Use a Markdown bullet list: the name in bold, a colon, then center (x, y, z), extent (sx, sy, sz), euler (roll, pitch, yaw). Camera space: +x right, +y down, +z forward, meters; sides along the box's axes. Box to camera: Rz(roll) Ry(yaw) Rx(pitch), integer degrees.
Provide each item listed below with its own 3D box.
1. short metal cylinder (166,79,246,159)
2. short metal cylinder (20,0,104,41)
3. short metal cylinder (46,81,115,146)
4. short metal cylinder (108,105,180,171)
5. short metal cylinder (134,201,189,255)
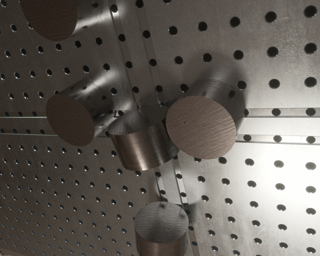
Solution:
- **short metal cylinder**: center (0.054, -0.011, 0.359), extent (0.080, 0.050, 0.079), euler (13, 124, 20)
- **short metal cylinder**: center (-0.114, -0.148, 0.362), extent (0.080, 0.050, 0.079), euler (13, 124, 20)
- **short metal cylinder**: center (-0.112, -0.021, 0.439), extent (0.080, 0.050, 0.079), euler (13, 124, 20)
- **short metal cylinder**: center (-0.019, 0.010, 0.391), extent (0.080, 0.080, 0.050), euler (-5, 116, 30)
- **short metal cylinder**: center (0.003, 0.159, 0.471), extent (0.080, 0.080, 0.050), euler (12, 124, 21)
